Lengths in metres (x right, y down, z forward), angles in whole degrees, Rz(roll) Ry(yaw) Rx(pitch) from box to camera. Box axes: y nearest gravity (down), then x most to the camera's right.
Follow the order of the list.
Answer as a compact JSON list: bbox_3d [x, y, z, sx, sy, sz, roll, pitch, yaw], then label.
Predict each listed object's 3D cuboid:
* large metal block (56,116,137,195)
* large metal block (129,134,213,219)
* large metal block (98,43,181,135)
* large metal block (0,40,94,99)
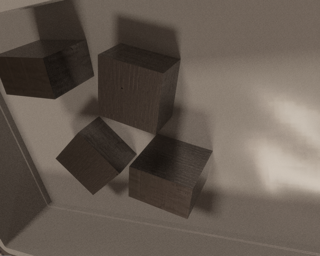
[{"bbox_3d":[-0.097,0.043,0.468,0.080,0.050,0.080,46,129,-4],"label":"large metal block"},{"bbox_3d":[0.015,0.059,0.400,0.080,0.080,0.050,17,125,18],"label":"large metal block"},{"bbox_3d":[-0.027,-0.049,0.375,0.080,0.050,0.079,19,126,16],"label":"large metal block"},{"bbox_3d":[-0.146,-0.079,0.399,0.080,0.080,0.050,7,122,24],"label":"large metal block"}]
